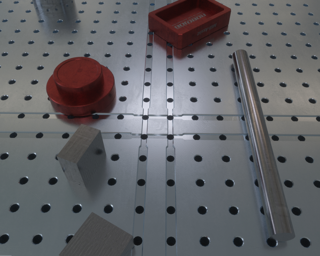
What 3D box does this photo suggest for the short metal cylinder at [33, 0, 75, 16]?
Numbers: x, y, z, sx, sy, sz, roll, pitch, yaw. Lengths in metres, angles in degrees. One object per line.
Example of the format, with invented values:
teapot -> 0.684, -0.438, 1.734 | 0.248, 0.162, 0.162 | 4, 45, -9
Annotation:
short metal cylinder -> -0.214, -0.267, 0.614 | 0.080, 0.050, 0.080 | 0, 50, 0

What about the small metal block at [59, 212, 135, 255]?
small metal block -> -0.061, 0.120, 0.306 | 0.050, 0.025, 0.050 | 24, 54, 19

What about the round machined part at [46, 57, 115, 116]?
round machined part -> -0.116, -0.067, 0.452 | 0.099, 0.042, 0.098 | 0, 50, 0

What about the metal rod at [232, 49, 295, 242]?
metal rod -> 0.127, -0.004, 0.411 | 0.025, 0.025, 0.300 | 1, 50, 1

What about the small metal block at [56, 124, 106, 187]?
small metal block -> -0.090, 0.032, 0.364 | 0.025, 0.050, 0.050 | 18, 52, 14

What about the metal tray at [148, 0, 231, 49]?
metal tray -> 0.055, -0.202, 0.574 | 0.131, 0.030, 0.090 | -33, 57, -25
